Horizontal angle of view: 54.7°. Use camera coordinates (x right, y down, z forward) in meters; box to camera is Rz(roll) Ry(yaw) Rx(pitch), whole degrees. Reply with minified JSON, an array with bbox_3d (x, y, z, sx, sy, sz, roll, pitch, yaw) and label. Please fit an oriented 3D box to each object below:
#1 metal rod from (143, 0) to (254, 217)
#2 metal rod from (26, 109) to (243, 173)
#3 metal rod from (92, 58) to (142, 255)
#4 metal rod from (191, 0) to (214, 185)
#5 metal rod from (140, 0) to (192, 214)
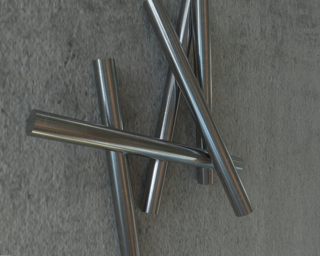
[{"bbox_3d":[0.050,-0.027,0.400,0.025,0.025,0.299,-24,91,-38],"label":"metal rod"},{"bbox_3d":[-0.001,0.025,0.370,0.302,0.025,0.025,15,81,-38],"label":"metal rod"},{"bbox_3d":[-0.046,0.070,0.368,0.025,0.025,0.298,-12,98,-40],"label":"metal rod"},{"bbox_3d":[0.061,-0.065,0.436,0.025,0.025,0.298,-13,105,-40],"label":"metal rod"},{"bbox_3d":[0.015,-0.037,0.419,0.025,0.025,0.299,19,78,-39],"label":"metal rod"}]
